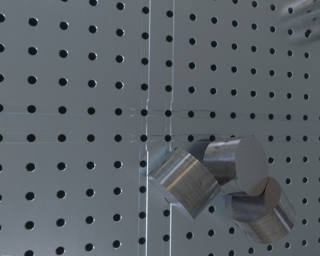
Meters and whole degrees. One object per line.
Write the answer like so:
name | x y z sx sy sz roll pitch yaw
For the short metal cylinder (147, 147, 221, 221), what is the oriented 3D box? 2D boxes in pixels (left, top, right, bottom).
short metal cylinder | 0.030 0.071 0.394 0.050 0.080 0.080 -44 104 -14

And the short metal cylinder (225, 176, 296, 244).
short metal cylinder | 0.139 0.111 0.430 0.080 0.080 0.050 -44 115 -15

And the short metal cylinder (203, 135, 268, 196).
short metal cylinder | 0.104 0.052 0.423 0.081 0.050 0.080 10 75 -42

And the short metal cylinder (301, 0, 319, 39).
short metal cylinder | 0.279 -0.190 0.502 0.081 0.050 0.079 0 90 -20
